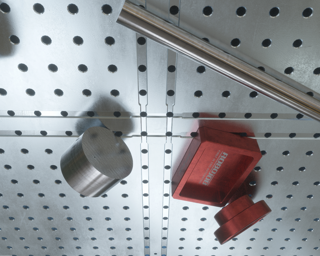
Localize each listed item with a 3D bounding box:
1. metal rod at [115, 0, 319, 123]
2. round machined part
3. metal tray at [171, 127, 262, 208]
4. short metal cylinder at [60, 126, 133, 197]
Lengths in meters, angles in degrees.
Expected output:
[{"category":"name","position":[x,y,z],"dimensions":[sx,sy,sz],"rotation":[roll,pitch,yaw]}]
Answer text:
[{"category":"metal rod","position":[0.094,-0.064,0.357],"dimensions":[0.302,0.025,0.025],"rotation":[22,127,-18]},{"category":"round machined part","position":[0.128,0.144,0.505],"dimensions":[0.099,0.042,0.098],"rotation":[-27,154,-14]},{"category":"metal tray","position":[0.079,0.063,0.462],"dimensions":[0.091,0.030,0.129],"rotation":[13,129,-11]},{"category":"short metal cylinder","position":[-0.083,0.045,0.413],"dimensions":[0.080,0.080,0.050],"rotation":[35,122,-26]}]
